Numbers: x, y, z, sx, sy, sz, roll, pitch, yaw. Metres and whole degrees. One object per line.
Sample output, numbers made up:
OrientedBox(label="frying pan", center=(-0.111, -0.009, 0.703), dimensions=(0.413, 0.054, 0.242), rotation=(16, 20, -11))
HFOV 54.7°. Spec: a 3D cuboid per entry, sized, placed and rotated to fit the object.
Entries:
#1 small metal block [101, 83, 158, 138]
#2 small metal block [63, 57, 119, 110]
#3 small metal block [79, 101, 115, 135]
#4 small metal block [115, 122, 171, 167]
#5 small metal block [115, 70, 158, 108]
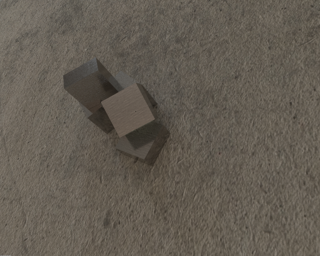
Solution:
OrientedBox(label="small metal block", center=(-0.037, -0.022, 0.389), dimensions=(0.050, 0.025, 0.050), rotation=(-28, 90, 10))
OrientedBox(label="small metal block", center=(-0.089, -0.057, 0.405), dimensions=(0.050, 0.050, 0.025), rotation=(-26, 53, 12))
OrientedBox(label="small metal block", center=(-0.089, -0.025, 0.450), dimensions=(0.025, 0.050, 0.050), rotation=(-38, 51, 2))
OrientedBox(label="small metal block", center=(-0.022, 0.017, 0.405), dimensions=(0.050, 0.025, 0.050), rotation=(17, 71, 34))
OrientedBox(label="small metal block", center=(-0.037, -0.048, 0.437), dimensions=(0.025, 0.050, 0.050), rotation=(-49, 52, -6))
